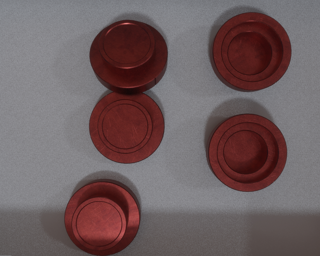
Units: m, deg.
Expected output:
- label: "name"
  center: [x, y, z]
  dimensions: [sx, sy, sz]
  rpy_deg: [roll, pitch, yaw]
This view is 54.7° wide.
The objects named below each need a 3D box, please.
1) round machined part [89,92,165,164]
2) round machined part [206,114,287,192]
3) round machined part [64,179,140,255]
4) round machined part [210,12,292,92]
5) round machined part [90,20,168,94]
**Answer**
- label: "round machined part"
  center: [-0.043, -0.002, 0.402]
  dimensions: [0.099, 0.042, 0.097]
  rpy_deg: [0, 90, -1]
- label: "round machined part"
  center: [0.109, 0.031, 0.404]
  dimensions: [0.099, 0.042, 0.097]
  rpy_deg: [0, 90, -1]
- label: "round machined part"
  center: [-0.075, 0.118, 0.402]
  dimensions: [0.099, 0.042, 0.097]
  rpy_deg: [0, 90, -1]
- label: "round machined part"
  center: [0.114, -0.095, 0.404]
  dimensions: [0.099, 0.042, 0.097]
  rpy_deg: [0, 90, -1]
- label: "round machined part"
  center: [-0.039, -0.095, 0.388]
  dimensions: [0.099, 0.042, 0.098]
  rpy_deg: [0, 72, 0]
